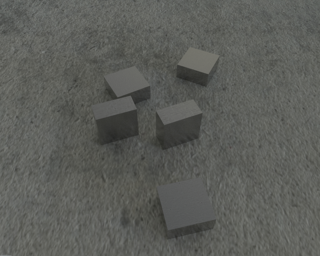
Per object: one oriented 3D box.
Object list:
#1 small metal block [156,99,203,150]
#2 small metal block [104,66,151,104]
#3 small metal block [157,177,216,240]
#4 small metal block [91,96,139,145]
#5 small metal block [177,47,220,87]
[{"bbox_3d":[0.023,-0.004,0.390,0.050,0.050,0.025,-18,53,-15],"label":"small metal block"},{"bbox_3d":[-0.048,-0.060,0.453,0.050,0.025,0.050,-23,54,-18],"label":"small metal block"},{"bbox_3d":[0.026,0.085,0.332,0.050,0.025,0.050,-10,51,-9],"label":"small metal block"},{"bbox_3d":[-0.056,-0.009,0.394,0.050,0.050,0.025,-16,52,-13],"label":"small metal block"},{"bbox_3d":[0.060,-0.097,0.485,0.050,0.025,0.050,21,53,16],"label":"small metal block"}]
